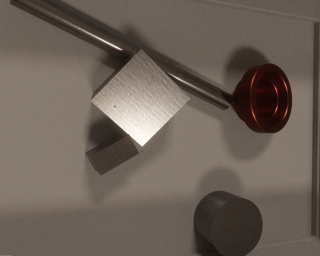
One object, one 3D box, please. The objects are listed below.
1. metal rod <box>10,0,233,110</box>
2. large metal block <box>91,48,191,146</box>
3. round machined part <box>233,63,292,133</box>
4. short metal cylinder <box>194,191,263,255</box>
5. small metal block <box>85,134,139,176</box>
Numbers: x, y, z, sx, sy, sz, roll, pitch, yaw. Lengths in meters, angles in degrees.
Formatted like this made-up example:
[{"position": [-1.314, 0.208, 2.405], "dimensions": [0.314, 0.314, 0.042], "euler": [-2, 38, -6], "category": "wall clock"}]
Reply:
[{"position": [-0.033, -0.094, 0.398], "dimensions": [0.302, 0.025, 0.025], "euler": [24, 82, -19], "category": "metal rod"}, {"position": [-0.025, -0.039, 0.375], "dimensions": [0.080, 0.050, 0.080], "euler": [-45, 108, 5], "category": "large metal block"}, {"position": [0.145, -0.041, 0.448], "dimensions": [0.099, 0.042, 0.097], "euler": [0, 90, -36], "category": "round machined part"}, {"position": [0.095, 0.133, 0.434], "dimensions": [0.081, 0.050, 0.079], "euler": [0, 90, -21], "category": "short metal cylinder"}, {"position": [-0.059, 0.030, 0.376], "dimensions": [0.050, 0.050, 0.025], "euler": [-30, 100, -18], "category": "small metal block"}]
